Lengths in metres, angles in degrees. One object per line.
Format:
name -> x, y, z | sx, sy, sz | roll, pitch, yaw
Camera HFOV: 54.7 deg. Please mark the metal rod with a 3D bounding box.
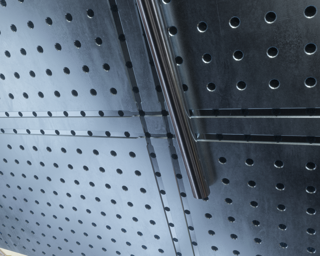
metal rod -> 0.018, -0.039, 0.376 | 0.025, 0.025, 0.298 | -3, 117, 29
